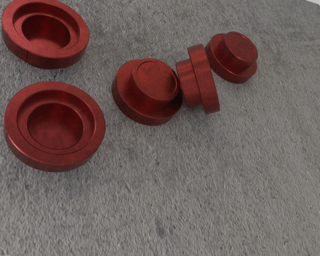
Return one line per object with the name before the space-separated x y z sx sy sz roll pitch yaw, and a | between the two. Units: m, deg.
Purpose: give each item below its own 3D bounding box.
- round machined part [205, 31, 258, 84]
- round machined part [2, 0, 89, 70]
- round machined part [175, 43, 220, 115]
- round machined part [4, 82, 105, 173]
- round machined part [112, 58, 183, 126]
round machined part | 0.131 -0.129 0.542 0.099 0.042 0.098 14 56 -21
round machined part | -0.142 -0.112 0.385 0.099 0.042 0.098 14 56 -21
round machined part | 0.051 -0.065 0.437 0.042 0.098 0.098 -16 64 8
round machined part | -0.112 0.002 0.331 0.099 0.042 0.098 14 56 -21
round machined part | -0.012 -0.055 0.420 0.099 0.042 0.098 14 56 -21
